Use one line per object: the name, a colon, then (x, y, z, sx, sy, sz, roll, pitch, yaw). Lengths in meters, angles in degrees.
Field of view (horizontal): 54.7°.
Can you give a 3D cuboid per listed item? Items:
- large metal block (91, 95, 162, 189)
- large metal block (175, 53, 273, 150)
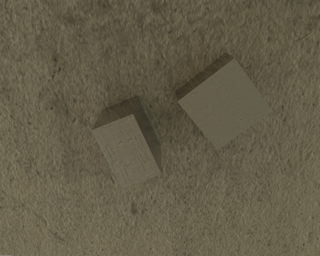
large metal block: (-0.037, 0.014, 0.385, 0.050, 0.080, 0.080, -21, 109, 7)
large metal block: (0.077, -0.034, 0.385, 0.080, 0.050, 0.080, -37, 106, 12)
